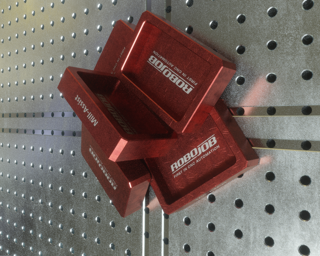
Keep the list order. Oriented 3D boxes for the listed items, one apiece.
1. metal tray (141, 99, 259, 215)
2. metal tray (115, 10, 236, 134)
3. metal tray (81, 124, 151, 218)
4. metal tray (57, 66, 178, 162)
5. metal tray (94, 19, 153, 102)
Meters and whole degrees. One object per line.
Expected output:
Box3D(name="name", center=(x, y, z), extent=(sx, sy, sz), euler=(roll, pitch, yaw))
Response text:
Box3D(name="metal tray", center=(0.039, 0.035, 0.371), extent=(0.129, 0.030, 0.090), euler=(-41, 66, 32))
Box3D(name="metal tray", center=(0.011, -0.065, 0.356), extent=(0.130, 0.030, 0.089), euler=(44, 116, 31))
Box3D(name="metal tray", center=(-0.068, 0.049, 0.435), extent=(0.130, 0.030, 0.089), euler=(50, 145, 28))
Box3D(name="metal tray", center=(-0.050, -0.019, 0.366), extent=(0.130, 0.091, 0.030), euler=(48, 119, 29))
Box3D(name="metal tray", center=(-0.053, -0.076, 0.447), extent=(0.090, 0.030, 0.129), euler=(46, 117, 30))
